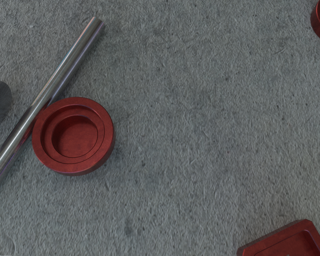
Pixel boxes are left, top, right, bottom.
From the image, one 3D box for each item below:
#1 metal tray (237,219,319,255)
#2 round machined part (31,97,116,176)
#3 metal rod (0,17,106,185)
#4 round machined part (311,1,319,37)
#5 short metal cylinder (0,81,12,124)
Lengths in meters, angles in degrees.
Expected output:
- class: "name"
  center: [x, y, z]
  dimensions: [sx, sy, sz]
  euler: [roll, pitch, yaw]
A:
- class: "metal tray"
  center: [0.156, 0.179, 0.341]
  dimensions: [0.091, 0.030, 0.130]
  euler: [-22, 72, -8]
- class: "round machined part"
  center: [-0.105, 0.013, 0.393]
  dimensions: [0.099, 0.042, 0.098]
  euler: [0, 70, -1]
- class: "metal rod"
  center: [-0.159, -0.031, 0.417]
  dimensions: [0.025, 0.025, 0.300]
  euler: [25, 72, 8]
- class: "round machined part"
  center: [0.285, -0.171, 0.465]
  dimensions: [0.099, 0.042, 0.098]
  euler: [0, 70, -1]
- class: "short metal cylinder"
  center: [-0.237, -0.033, 0.388]
  dimensions: [0.050, 0.080, 0.080]
  euler: [26, 72, 9]
